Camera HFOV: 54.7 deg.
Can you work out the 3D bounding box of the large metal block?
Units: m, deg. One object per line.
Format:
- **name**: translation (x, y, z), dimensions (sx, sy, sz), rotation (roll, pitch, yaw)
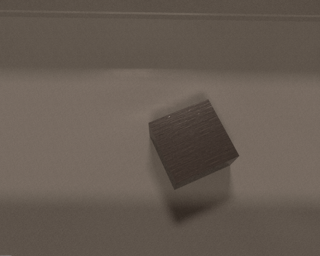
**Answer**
- **large metal block**: translation (0.039, 0.021, 0.389), dimensions (0.080, 0.050, 0.080), rotation (-22, 72, -8)
